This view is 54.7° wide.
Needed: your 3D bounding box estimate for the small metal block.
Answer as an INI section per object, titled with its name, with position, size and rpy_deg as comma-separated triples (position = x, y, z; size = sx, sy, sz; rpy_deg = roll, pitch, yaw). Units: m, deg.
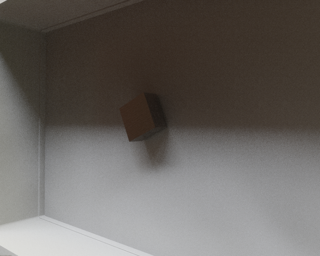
[small metal block]
position = -0.023, -0.014, 0.419
size = 0.050, 0.025, 0.050
rpy_deg = -29, 72, 36
